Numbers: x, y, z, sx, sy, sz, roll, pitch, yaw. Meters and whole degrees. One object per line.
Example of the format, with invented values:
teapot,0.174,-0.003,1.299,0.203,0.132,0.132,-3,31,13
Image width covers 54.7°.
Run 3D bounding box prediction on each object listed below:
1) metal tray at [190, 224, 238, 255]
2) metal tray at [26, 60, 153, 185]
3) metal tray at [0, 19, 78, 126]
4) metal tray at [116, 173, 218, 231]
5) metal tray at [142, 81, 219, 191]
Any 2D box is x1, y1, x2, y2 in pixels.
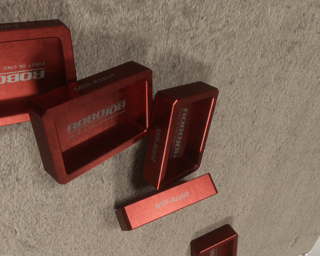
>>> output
metal tray,0.110,0.263,0.629,0.091,0.030,0.129,-19,126,-18
metal tray,-0.064,-0.009,0.331,0.131,0.030,0.089,-31,136,-36
metal tray,-0.148,-0.049,0.292,0.131,0.030,0.089,-13,124,-22
metal tray,0.006,0.106,0.440,0.131,0.030,0.090,-18,167,-18
metal tray,0.026,0.010,0.406,0.091,0.030,0.129,-20,129,-43
